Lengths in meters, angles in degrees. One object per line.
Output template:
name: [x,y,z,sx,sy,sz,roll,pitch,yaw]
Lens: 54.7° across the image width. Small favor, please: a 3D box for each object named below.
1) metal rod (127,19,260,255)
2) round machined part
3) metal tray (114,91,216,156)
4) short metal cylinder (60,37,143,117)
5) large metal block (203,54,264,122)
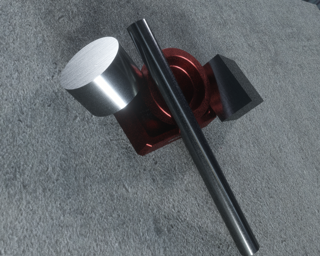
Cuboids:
metal rod: [0.041,0.015,0.364,0.025,0.025,0.299,-31,96,-38]
round machined part: [0.016,-0.051,0.404,0.099,0.042,0.098,10,72,-31]
metal tray: [0.006,-0.027,0.423,0.131,0.030,0.090,-23,74,-36]
short metal cylinder: [-0.068,-0.060,0.363,0.050,0.080,0.080,50,39,-42]
large metal block: [0.102,-0.058,0.460,0.080,0.050,0.080,58,27,13]
